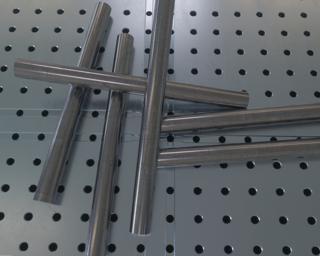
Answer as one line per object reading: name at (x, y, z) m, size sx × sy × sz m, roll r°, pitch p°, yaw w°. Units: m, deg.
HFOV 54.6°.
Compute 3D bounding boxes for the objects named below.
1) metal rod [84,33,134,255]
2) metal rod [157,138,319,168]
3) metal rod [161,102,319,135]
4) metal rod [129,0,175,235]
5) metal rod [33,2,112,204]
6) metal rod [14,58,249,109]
metal rod at (-0.063, 0.007, 0.408) m, size 0.025 × 0.025 × 0.299 m, roll 4°, pitch 70°, yaw 2°
metal rod at (0.145, 0.029, 0.401) m, size 0.302 × 0.025 × 0.025 m, roll -4°, pitch 70°, yaw -2°
metal rod at (0.127, -0.015, 0.417) m, size 0.302 × 0.025 × 0.025 m, roll -5°, pitch 70°, yaw -2°
metal rod at (-0.008, -0.024, 0.382) m, size 0.025 × 0.025 × 0.299 m, roll 6°, pitch 84°, yaw 2°
metal rod at (-0.115, -0.048, 0.428) m, size 0.025 × 0.025 × 0.299 m, roll 10°, pitch 70°, yaw 4°
metal rod at (-0.031, -0.056, 0.408) m, size 0.302 × 0.025 × 0.025 m, roll 7°, pitch 70°, yaw -7°
